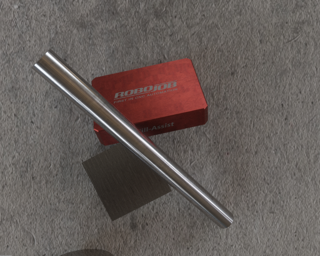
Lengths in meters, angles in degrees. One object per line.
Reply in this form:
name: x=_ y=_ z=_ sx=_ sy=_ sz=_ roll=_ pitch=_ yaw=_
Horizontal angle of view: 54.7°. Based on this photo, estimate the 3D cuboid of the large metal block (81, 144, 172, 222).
large metal block: x=-0.040 y=0.059 z=0.397 sx=0.080 sy=0.050 sz=0.080 roll=-27 pitch=90 yaw=0

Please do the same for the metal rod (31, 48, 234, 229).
metal rod: x=-0.011 y=0.029 z=0.348 sx=0.025 sy=0.025 sz=0.300 roll=-46 pitch=115 yaw=0

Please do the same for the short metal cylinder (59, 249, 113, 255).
short metal cylinder: x=-0.096 y=0.190 z=0.382 sx=0.081 sy=0.080 sz=0.050 roll=-3 pitch=90 yaw=0

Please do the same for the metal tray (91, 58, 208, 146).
metal tray: x=-0.015 y=-0.035 z=0.382 sx=0.131 sy=0.030 sz=0.090 roll=-12 pitch=52 yaw=0
